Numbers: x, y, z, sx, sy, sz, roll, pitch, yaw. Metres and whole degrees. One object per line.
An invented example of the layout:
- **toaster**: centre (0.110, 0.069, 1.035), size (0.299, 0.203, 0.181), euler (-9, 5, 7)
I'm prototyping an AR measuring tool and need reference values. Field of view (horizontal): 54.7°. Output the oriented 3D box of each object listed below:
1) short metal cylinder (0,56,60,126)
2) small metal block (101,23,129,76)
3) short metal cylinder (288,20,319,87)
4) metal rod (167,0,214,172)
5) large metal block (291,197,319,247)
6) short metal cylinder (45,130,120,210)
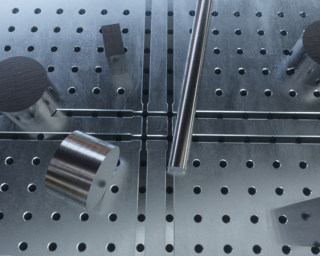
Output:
- **short metal cylinder**: centre (-0.183, -0.048, 0.415), size (0.081, 0.050, 0.080), euler (0, 70, 0)
- **small metal block**: centre (-0.063, -0.110, 0.438), size (0.025, 0.050, 0.050), euler (-11, 71, -4)
- **short metal cylinder**: centre (0.231, -0.105, 0.438), size (0.081, 0.050, 0.080), euler (0, 70, 0)
- **metal rod**: centre (0.049, -0.086, 0.443), size (0.025, 0.025, 0.299), euler (10, 70, 3)
- **large metal block**: centre (0.208, 0.101, 0.347), size (0.081, 0.080, 0.050), euler (-7, 70, -3)
- **short metal cylinder**: centre (-0.088, 0.049, 0.364), size (0.050, 0.080, 0.080), euler (22, 72, 8)
